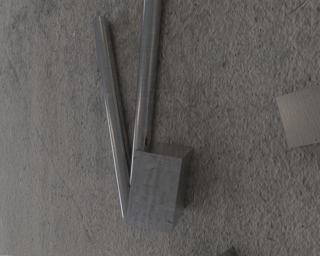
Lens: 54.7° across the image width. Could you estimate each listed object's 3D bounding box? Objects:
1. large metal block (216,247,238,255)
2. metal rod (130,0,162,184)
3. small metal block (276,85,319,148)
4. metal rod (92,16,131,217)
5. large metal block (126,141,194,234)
[{"bbox_3d":[0.061,0.191,0.339,0.080,0.050,0.080,-44,64,31],"label":"large metal block"},{"bbox_3d":[-0.017,-0.070,0.419,0.025,0.025,0.298,8,95,39],"label":"metal rod"},{"bbox_3d":[0.143,-0.011,0.287,0.050,0.025,0.050,-17,79,38],"label":"small metal block"},{"bbox_3d":[-0.067,-0.022,0.460,0.025,0.025,0.298,-16,80,39],"label":"metal rod"},{"bbox_3d":[0.003,0.063,0.358,0.050,0.080,0.079,9,97,14],"label":"large metal block"}]
